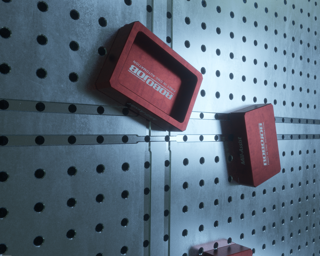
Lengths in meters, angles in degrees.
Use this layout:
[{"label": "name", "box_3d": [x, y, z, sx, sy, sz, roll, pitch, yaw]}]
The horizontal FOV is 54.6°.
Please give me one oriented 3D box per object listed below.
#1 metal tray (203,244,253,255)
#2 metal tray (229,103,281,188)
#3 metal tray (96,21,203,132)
[{"label": "metal tray", "box_3d": [0.106, 0.261, 0.494, 0.091, 0.030, 0.129, 6, 86, -40]}, {"label": "metal tray", "box_3d": [0.170, 0.028, 0.547, 0.091, 0.030, 0.129, -17, 101, -39]}, {"label": "metal tray", "box_3d": [-0.007, -0.061, 0.398, 0.130, 0.030, 0.090, 31, 71, -36]}]
